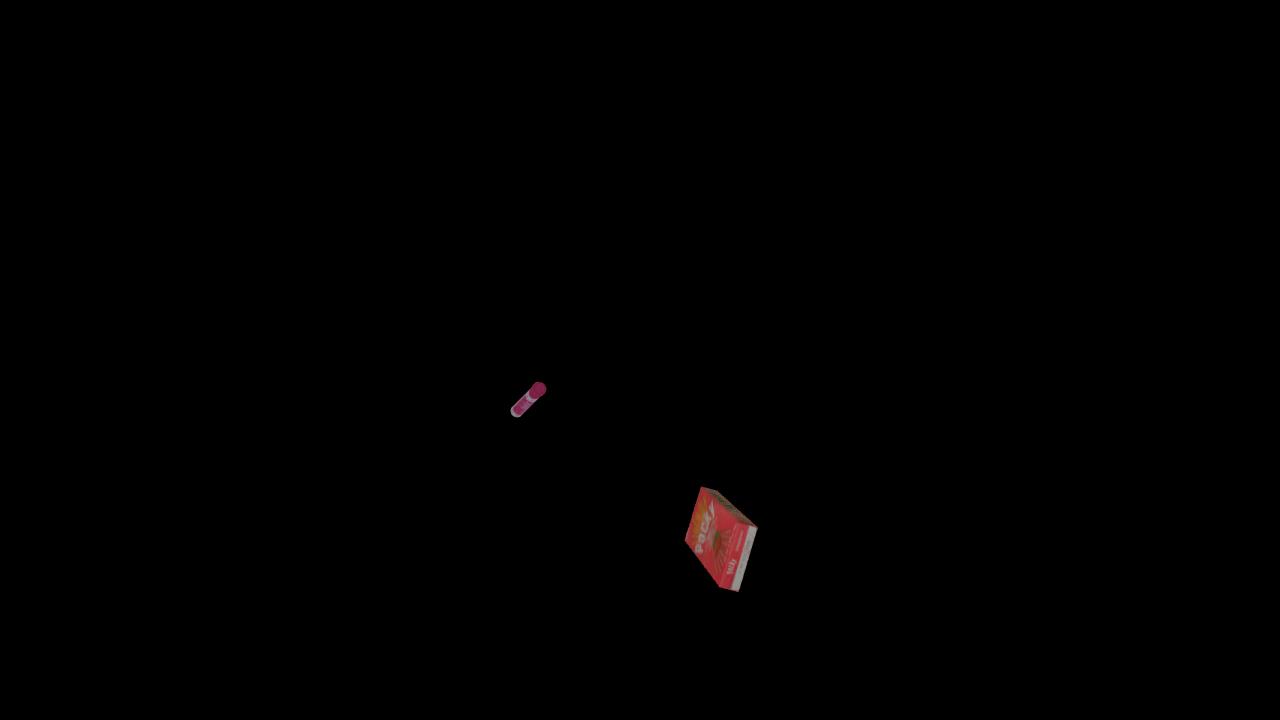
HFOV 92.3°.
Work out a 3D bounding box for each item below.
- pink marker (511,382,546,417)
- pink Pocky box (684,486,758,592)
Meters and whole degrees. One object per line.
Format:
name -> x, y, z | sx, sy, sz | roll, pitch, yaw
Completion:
pink marker -> -0.152, 0.054, 0.835 | 0.020, 0.020, 0.121 | 0, -19, -26
pink Pocky box -> 0.102, 0.228, 0.804 | 0.029, 0.084, 0.155 | 17, 2, -13
